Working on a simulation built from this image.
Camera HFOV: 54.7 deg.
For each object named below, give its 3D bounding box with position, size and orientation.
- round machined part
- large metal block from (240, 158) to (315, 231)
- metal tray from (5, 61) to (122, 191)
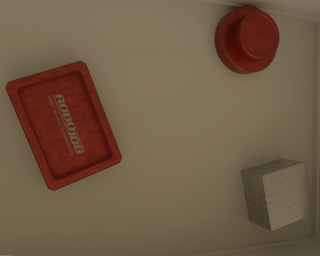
[{"bbox_3d":[0.133,-0.130,0.452,0.099,0.042,0.097,0,90,-21],"label":"round machined part"},{"bbox_3d":[0.176,0.096,0.464,0.081,0.050,0.079,-12,95,-20],"label":"large metal block"},{"bbox_3d":[-0.111,-0.004,0.367,0.091,0.030,0.129,-22,98,-19],"label":"metal tray"}]
